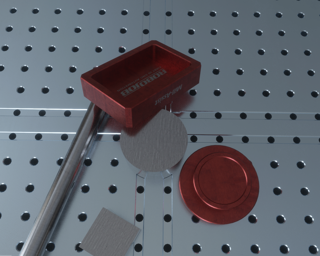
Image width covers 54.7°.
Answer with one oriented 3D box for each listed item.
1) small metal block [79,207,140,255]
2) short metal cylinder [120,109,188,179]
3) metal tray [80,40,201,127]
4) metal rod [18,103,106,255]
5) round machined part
[{"bbox_3d":[-0.057,0.129,0.364,0.050,0.025,0.050,28,72,9],"label":"small metal block"},{"bbox_3d":[-0.007,0.021,0.391,0.081,0.050,0.080,0,70,0],"label":"short metal cylinder"},{"bbox_3d":[-0.022,-0.063,0.397,0.090,0.030,0.131,35,53,29],"label":"metal tray"},{"bbox_3d":[-0.116,0.060,0.388,0.025,0.025,0.300,18,71,6],"label":"metal rod"},{"bbox_3d":[0.073,0.067,0.379,0.099,0.042,0.098,0,70,-1],"label":"round machined part"}]
